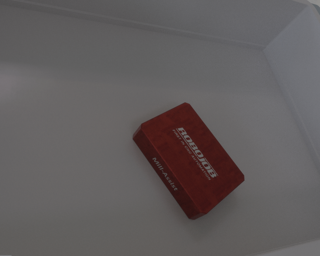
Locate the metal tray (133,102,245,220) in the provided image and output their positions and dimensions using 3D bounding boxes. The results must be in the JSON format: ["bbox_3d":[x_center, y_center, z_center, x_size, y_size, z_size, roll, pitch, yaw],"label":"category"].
[{"bbox_3d":[0.038,0.038,0.399,0.091,0.030,0.130,-28,77,-37],"label":"metal tray"}]
